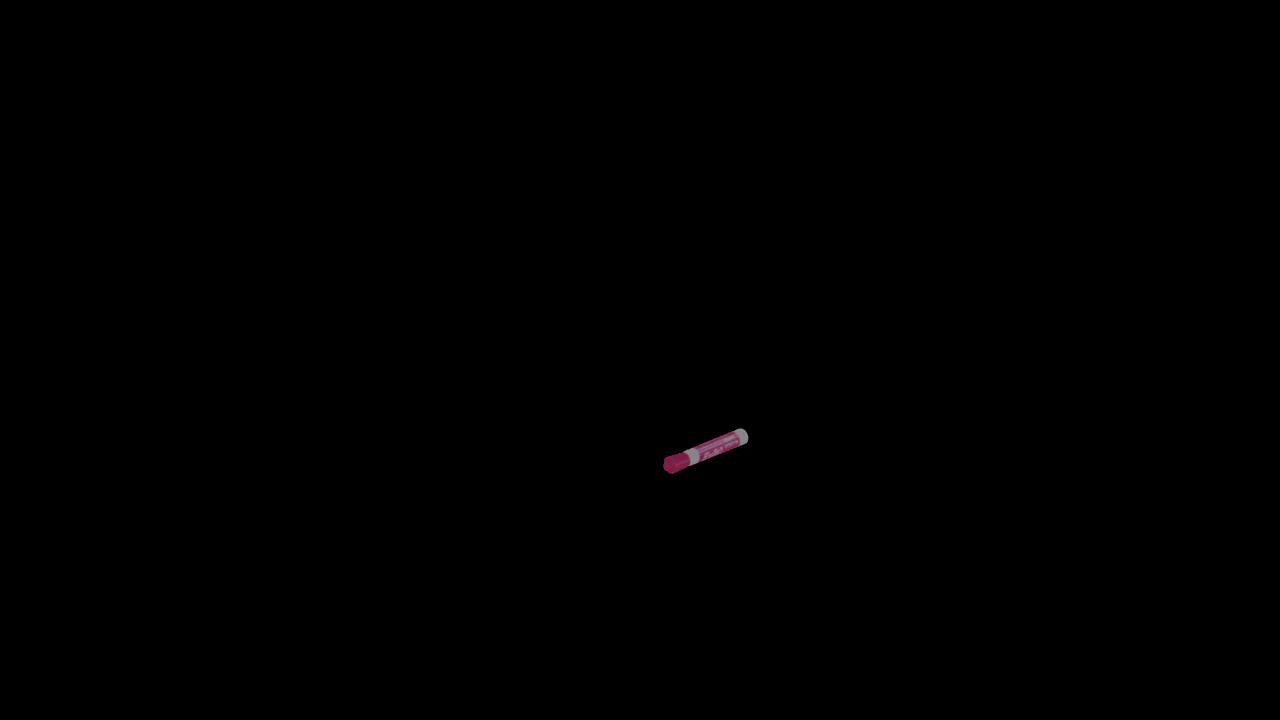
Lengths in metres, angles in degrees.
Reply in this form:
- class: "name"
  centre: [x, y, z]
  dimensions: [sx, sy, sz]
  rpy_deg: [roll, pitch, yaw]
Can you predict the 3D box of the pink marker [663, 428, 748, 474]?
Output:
- class: "pink marker"
  centre: [0.073, 0.100, 0.674]
  dimensions: [0.121, 0.020, 0.020]
  rpy_deg: [-14, 9, -38]
